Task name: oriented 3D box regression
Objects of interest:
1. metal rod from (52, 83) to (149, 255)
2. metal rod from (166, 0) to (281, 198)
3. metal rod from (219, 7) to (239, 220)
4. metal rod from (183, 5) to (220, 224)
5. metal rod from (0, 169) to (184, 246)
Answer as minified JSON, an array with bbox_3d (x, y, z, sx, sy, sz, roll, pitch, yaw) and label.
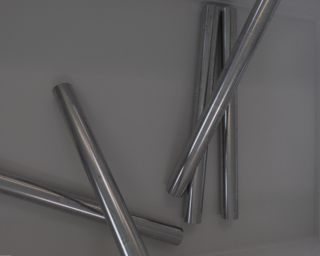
[{"bbox_3d":[-0.050,0.079,0.322,0.025,0.025,0.299,-22,70,-19],"label":"metal rod"},{"bbox_3d":[0.078,-0.044,0.378,0.025,0.025,0.298,18,107,-19],"label":"metal rod"},{"bbox_3d":[0.099,-0.020,0.446,0.025,0.025,0.298,-1,90,-20],"label":"metal rod"},{"bbox_3d":[0.058,-0.020,0.431,0.025,0.025,0.298,6,88,-20],"label":"metal rod"},{"bbox_3d":[-0.106,0.090,0.371,0.302,0.025,0.025,23,82,-19],"label":"metal rod"}]
